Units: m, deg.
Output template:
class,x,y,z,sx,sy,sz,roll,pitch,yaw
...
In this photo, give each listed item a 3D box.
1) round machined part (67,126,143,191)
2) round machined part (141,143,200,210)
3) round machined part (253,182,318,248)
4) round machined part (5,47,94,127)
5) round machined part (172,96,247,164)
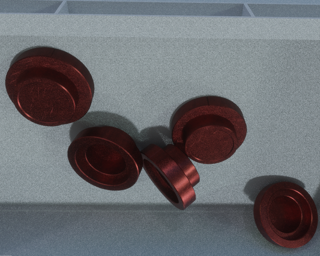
class,x,y,z,sx,sy,sz,roll,pitch,yaw
round machined part,-0.070,0.036,0.418,0.098,0.042,0.097,9,130,11
round machined part,0.017,0.060,0.425,0.042,0.098,0.098,-36,131,-17
round machined part,0.193,0.136,0.490,0.099,0.098,0.042,11,163,-9
round machined part,-0.130,-0.040,0.362,0.099,0.042,0.097,0,130,0
round machined part,0.065,0.010,0.407,0.099,0.042,0.097,0,130,0
